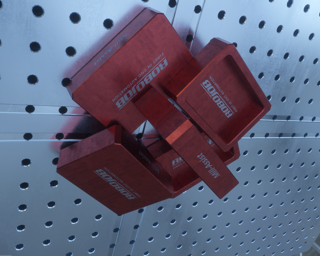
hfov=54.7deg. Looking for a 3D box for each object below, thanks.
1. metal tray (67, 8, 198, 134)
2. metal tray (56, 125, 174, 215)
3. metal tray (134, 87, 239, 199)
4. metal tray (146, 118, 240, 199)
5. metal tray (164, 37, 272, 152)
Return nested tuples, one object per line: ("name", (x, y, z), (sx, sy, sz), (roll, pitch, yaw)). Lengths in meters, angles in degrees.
("metal tray", (-0.028, -0.059, 0.356), (0.130, 0.030, 0.090), (-43, 130, 1))
("metal tray", (-0.052, 0.059, 0.393), (0.090, 0.030, 0.130), (-24, 132, 18))
("metal tray", (0.032, 0.019, 0.360), (0.030, 0.090, 0.130), (-42, 130, 0))
("metal tray", (0.052, 0.038, 0.460), (0.131, 0.030, 0.090), (-30, 129, -10))
("metal tray", (0.077, -0.036, 0.390), (0.090, 0.030, 0.130), (-45, 130, 3))
